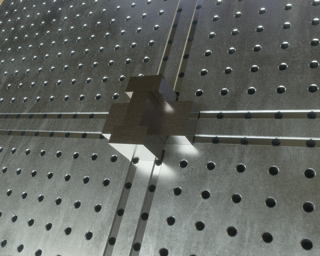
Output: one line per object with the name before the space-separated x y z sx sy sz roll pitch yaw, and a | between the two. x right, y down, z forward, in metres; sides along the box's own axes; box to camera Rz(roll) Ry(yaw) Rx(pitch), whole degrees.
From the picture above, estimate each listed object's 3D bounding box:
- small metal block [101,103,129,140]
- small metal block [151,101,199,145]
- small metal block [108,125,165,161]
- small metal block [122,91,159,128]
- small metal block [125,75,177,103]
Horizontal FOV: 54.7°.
small metal block | -0.048 -0.008 0.436 0.050 0.025 0.050 1 62 28
small metal block | 0.019 -0.007 0.401 0.050 0.025 0.050 1 62 28
small metal block | -0.028 0.020 0.393 0.050 0.050 0.025 1 62 28
small metal block | -0.020 -0.013 0.409 0.025 0.050 0.050 1 62 28
small metal block | -0.011 -0.047 0.425 0.050 0.050 0.025 1 62 28
